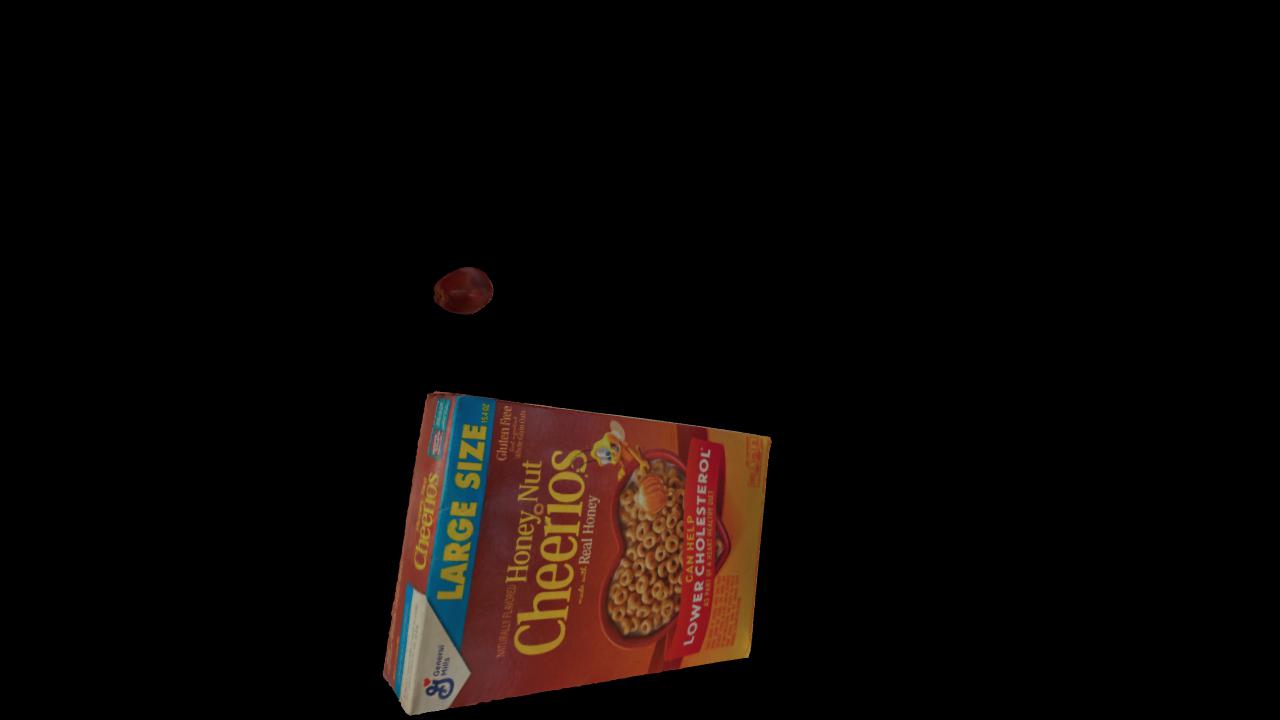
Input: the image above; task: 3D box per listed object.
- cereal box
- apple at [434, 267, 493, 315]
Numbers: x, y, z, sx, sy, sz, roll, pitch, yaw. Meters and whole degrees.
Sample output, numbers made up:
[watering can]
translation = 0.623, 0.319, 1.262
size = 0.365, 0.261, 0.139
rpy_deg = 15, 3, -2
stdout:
[cereal box]
translation = -0.030, 0.145, 0.496
size = 0.306, 0.203, 0.081
rpy_deg = 12, -8, -36
[apple]
translation = -0.282, -0.111, 0.993
size = 0.079, 0.079, 0.093
rpy_deg = 0, 10, 44
